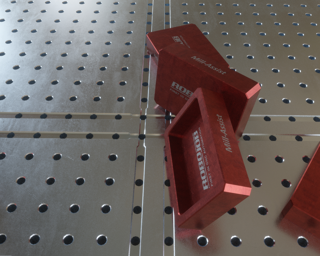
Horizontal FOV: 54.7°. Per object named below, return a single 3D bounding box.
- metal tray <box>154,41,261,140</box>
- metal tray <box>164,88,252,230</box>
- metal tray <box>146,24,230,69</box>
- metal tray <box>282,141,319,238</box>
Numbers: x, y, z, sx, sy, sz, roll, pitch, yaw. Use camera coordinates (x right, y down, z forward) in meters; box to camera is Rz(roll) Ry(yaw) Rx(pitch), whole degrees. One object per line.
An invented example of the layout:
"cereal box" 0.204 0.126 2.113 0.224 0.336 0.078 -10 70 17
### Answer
"metal tray" 0.053 -0.044 0.400 0.130 0.089 0.030 34 50 25
"metal tray" 0.043 0.031 0.336 0.030 0.089 0.130 14 46 -23
"metal tray" 0.041 -0.116 0.502 0.091 0.030 0.130 -16 52 -14
"metal tray" 0.209 0.069 0.350 0.090 0.030 0.131 30 56 22
